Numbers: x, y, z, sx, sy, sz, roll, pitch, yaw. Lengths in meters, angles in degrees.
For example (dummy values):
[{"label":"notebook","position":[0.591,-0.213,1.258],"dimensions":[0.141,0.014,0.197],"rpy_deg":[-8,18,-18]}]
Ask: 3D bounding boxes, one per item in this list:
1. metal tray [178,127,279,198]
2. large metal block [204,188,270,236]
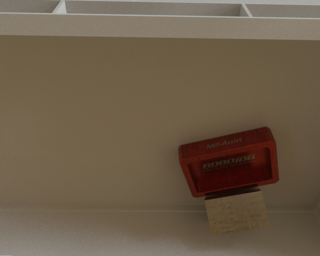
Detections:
[{"label":"metal tray","position":[0.101,0.053,0.452],"dimensions":[0.131,0.030,0.090],"rpy_deg":[-13,129,10]},{"label":"large metal block","position":[0.114,0.122,0.471],"dimensions":[0.080,0.050,0.080],"rpy_deg":[-12,174,9]}]
